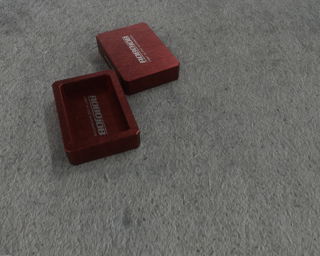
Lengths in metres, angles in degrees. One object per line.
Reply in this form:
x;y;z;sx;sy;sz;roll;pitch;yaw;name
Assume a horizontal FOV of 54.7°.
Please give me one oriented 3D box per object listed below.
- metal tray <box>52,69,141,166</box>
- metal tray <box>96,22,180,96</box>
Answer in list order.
-0.088;-0.020;0.415;0.091;0.030;0.130;-15;52;-13;metal tray
-0.038;-0.115;0.496;0.091;0.030;0.130;-21;53;-17;metal tray
